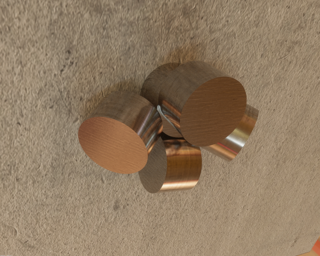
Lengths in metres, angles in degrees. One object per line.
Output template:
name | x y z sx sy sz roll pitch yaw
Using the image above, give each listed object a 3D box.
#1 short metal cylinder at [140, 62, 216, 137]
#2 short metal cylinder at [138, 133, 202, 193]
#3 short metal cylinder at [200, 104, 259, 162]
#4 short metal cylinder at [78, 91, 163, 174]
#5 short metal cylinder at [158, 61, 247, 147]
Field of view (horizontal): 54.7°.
short metal cylinder | 0.022 -0.035 0.384 0.081 0.050 0.079 -14 125 -21
short metal cylinder | 0.010 0.043 0.405 0.050 0.080 0.079 2 118 -30
short metal cylinder | 0.087 -0.002 0.414 0.050 0.080 0.080 29 106 2
short metal cylinder | -0.043 0.005 0.347 0.080 0.050 0.079 12 131 14
short metal cylinder | 0.045 -0.027 0.336 0.081 0.050 0.079 -14 125 -21
